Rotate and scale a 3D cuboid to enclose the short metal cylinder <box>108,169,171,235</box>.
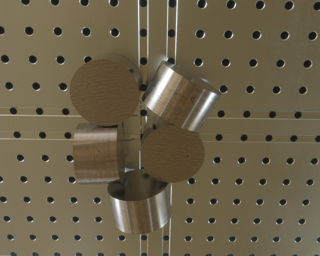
[{"bbox_3d":[-0.026,0.097,0.419,0.080,0.080,0.050,-6,111,2],"label":"short metal cylinder"}]

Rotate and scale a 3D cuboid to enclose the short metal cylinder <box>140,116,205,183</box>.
[{"bbox_3d":[0.016,0.025,0.409,0.081,0.050,0.079,0,111,-1],"label":"short metal cylinder"}]

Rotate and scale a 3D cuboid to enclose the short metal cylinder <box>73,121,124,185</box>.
[{"bbox_3d":[-0.075,0.031,0.396,0.050,0.080,0.079,-2,110,0],"label":"short metal cylinder"}]

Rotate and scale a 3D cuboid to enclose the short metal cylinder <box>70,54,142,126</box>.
[{"bbox_3d":[-0.064,-0.048,0.381,0.080,0.050,0.079,0,110,1],"label":"short metal cylinder"}]

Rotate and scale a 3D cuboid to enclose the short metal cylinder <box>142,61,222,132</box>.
[{"bbox_3d":[0.025,-0.039,0.370,0.080,0.080,0.050,27,107,-10],"label":"short metal cylinder"}]
